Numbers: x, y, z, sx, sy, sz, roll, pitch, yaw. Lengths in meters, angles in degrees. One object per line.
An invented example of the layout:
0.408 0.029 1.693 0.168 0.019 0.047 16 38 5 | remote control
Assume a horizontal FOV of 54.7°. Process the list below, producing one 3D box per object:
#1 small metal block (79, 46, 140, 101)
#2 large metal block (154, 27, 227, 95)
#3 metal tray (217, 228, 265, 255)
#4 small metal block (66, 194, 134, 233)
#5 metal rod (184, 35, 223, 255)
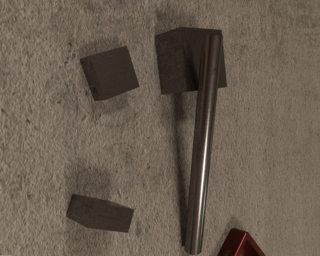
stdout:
-0.057 -0.063 0.358 0.050 0.025 0.050 -28 108 -37 | small metal block
0.044 -0.091 0.427 0.081 0.050 0.079 -12 98 -40 | large metal block
0.122 0.245 0.506 0.130 0.030 0.090 -52 121 -27 | metal tray
-0.065 0.092 0.336 0.050 0.050 0.025 23 76 -38 | small metal block
0.056 0.032 0.412 0.025 0.025 0.298 -9 109 -40 | metal rod
